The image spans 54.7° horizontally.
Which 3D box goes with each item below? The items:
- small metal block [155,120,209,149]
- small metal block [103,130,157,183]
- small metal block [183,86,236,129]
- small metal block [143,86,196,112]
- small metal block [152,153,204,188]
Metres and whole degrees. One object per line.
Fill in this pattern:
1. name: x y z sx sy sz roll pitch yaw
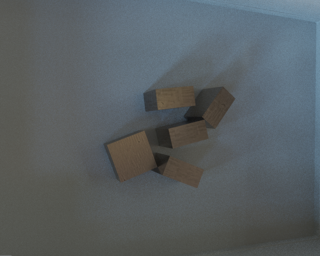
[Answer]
1. small metal block: 0.028 0.007 0.407 0.050 0.050 0.025 -14 95 -19
2. small metal block: -0.038 0.035 0.396 0.050 0.025 0.050 -22 97 -19
3. small metal block: 0.066 -0.027 0.421 0.025 0.050 0.050 40 77 -20
4. small metal block: 0.011 -0.037 0.401 0.050 0.050 0.025 -8 93 -20
5. small metal block: 0.021 0.054 0.405 0.050 0.050 0.025 24 82 -19
